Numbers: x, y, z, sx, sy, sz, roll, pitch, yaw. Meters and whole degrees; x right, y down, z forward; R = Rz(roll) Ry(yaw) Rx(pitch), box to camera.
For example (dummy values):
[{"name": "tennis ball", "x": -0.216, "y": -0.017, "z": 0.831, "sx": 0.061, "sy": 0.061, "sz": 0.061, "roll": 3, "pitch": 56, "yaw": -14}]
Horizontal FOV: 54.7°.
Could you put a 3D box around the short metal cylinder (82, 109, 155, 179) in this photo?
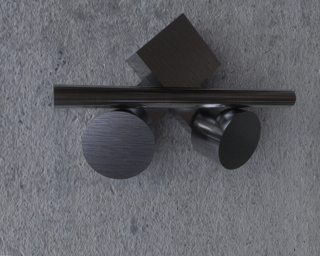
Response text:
[{"name": "short metal cylinder", "x": -0.046, "y": 0.013, "z": 0.365, "sx": 0.081, "sy": 0.050, "sz": 0.079, "roll": 0, "pitch": 107, "yaw": -1}]

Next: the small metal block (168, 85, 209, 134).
[{"name": "small metal block", "x": 0.045, "y": -0.027, "z": 0.427, "sx": 0.050, "sy": 0.025, "sz": 0.050, "roll": -45, "pitch": 104, "yaw": -14}]

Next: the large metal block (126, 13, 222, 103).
[{"name": "large metal block", "x": 0.017, "y": -0.085, "z": 0.401, "sx": 0.080, "sy": 0.050, "sz": 0.080, "roll": -44, "pitch": 104, "yaw": -15}]

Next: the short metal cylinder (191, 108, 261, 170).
[{"name": "short metal cylinder", "x": 0.089, "y": 0.009, "z": 0.415, "sx": 0.081, "sy": 0.050, "sz": 0.079, "roll": -16, "pitch": 117, "yaw": -33}]

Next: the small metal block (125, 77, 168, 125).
[{"name": "small metal block", "x": -0.023, "y": -0.029, "z": 0.402, "sx": 0.050, "sy": 0.025, "sz": 0.050, "roll": -45, "pitch": 104, "yaw": -15}]

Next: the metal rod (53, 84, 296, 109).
[{"name": "metal rod", "x": 0.033, "y": -0.036, "z": 0.368, "sx": 0.303, "sy": 0.025, "sz": 0.025, "roll": -2, "pitch": 91, "yaw": -20}]
